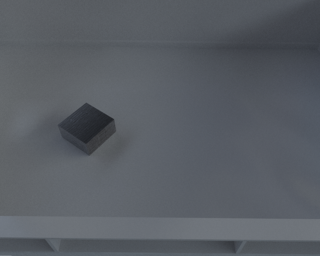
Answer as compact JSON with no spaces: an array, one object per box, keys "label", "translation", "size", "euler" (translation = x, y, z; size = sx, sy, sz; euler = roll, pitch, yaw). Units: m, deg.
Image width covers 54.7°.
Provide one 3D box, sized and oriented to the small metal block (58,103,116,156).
[{"label":"small metal block","translation":[-0.094,0.000,0.403],"size":[0.050,0.025,0.050],"euler":[30,56,22]}]
